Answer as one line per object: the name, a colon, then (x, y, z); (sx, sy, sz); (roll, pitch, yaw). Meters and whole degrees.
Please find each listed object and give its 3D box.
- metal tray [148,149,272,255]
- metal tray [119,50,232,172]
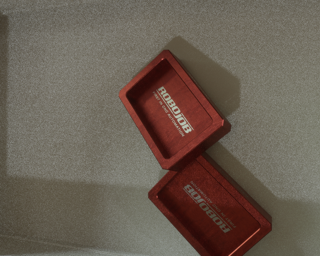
metal tray: (0.060, 0.099, 0.386); (0.130, 0.030, 0.090); (45, 104, 14)
metal tray: (0.014, -0.023, 0.384); (0.090, 0.030, 0.130); (-41, 62, 15)
